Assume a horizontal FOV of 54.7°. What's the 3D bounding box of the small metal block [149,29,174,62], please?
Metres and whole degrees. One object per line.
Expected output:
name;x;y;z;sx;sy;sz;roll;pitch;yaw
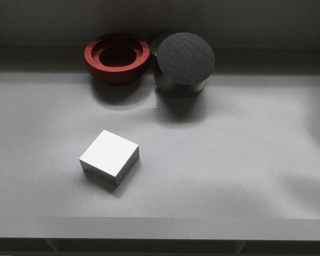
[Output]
small metal block;0.013;-0.125;0.502;0.050;0.025;0.050;-41;60;-10

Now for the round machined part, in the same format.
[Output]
round machined part;-0.064;-0.102;0.479;0.099;0.042;0.098;0;50;0

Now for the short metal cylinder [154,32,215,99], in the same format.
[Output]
short metal cylinder;0.033;-0.089;0.445;0.081;0.050;0.080;2;73;-7

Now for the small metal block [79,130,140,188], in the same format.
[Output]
small metal block;-0.060;0.036;0.374;0.050;0.025;0.050;23;53;17
